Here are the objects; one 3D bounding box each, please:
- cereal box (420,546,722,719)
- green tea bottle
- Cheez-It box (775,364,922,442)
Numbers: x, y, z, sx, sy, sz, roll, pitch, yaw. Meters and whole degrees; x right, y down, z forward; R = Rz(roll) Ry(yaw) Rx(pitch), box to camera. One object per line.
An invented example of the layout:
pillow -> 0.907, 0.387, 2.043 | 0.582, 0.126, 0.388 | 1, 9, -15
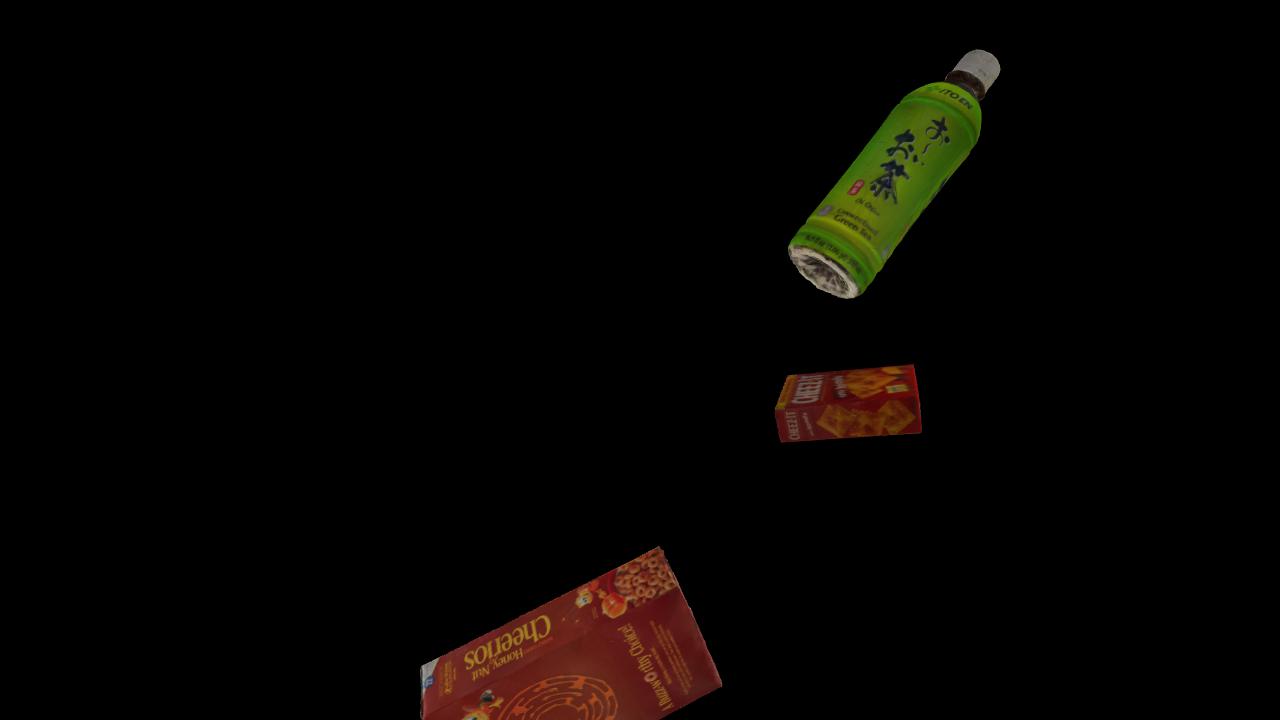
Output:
cereal box -> -0.072, 0.373, 0.727 | 0.306, 0.203, 0.081 | -25, 30, -6
green tea bottle -> 0.203, -0.149, 0.478 | 0.073, 0.212, 0.073 | 36, -2, 2
Cheez-It box -> 0.355, 0.071, 1.049 | 0.223, 0.071, 0.166 | -7, 15, 24
